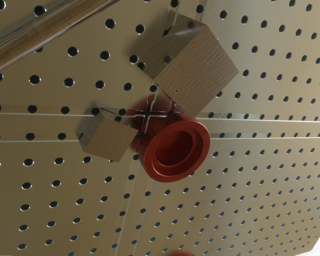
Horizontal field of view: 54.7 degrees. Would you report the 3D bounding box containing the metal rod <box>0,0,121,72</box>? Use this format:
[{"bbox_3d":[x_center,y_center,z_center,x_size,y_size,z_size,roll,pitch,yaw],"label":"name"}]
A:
[{"bbox_3d":[-0.100,-0.100,0.294,0.301,0.025,0.025,-33,129,-6],"label":"metal rod"}]

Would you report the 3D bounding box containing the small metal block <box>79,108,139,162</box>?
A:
[{"bbox_3d":[-0.063,0.010,0.383,0.050,0.025,0.050,23,106,-37],"label":"small metal block"}]

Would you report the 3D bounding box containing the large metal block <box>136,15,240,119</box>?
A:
[{"bbox_3d":[0.034,-0.071,0.370,0.080,0.050,0.080,-46,129,4],"label":"large metal block"}]

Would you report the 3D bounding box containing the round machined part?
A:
[{"bbox_3d":[0.016,0.023,0.423,0.099,0.042,0.097,-14,124,-21],"label":"round machined part"}]
